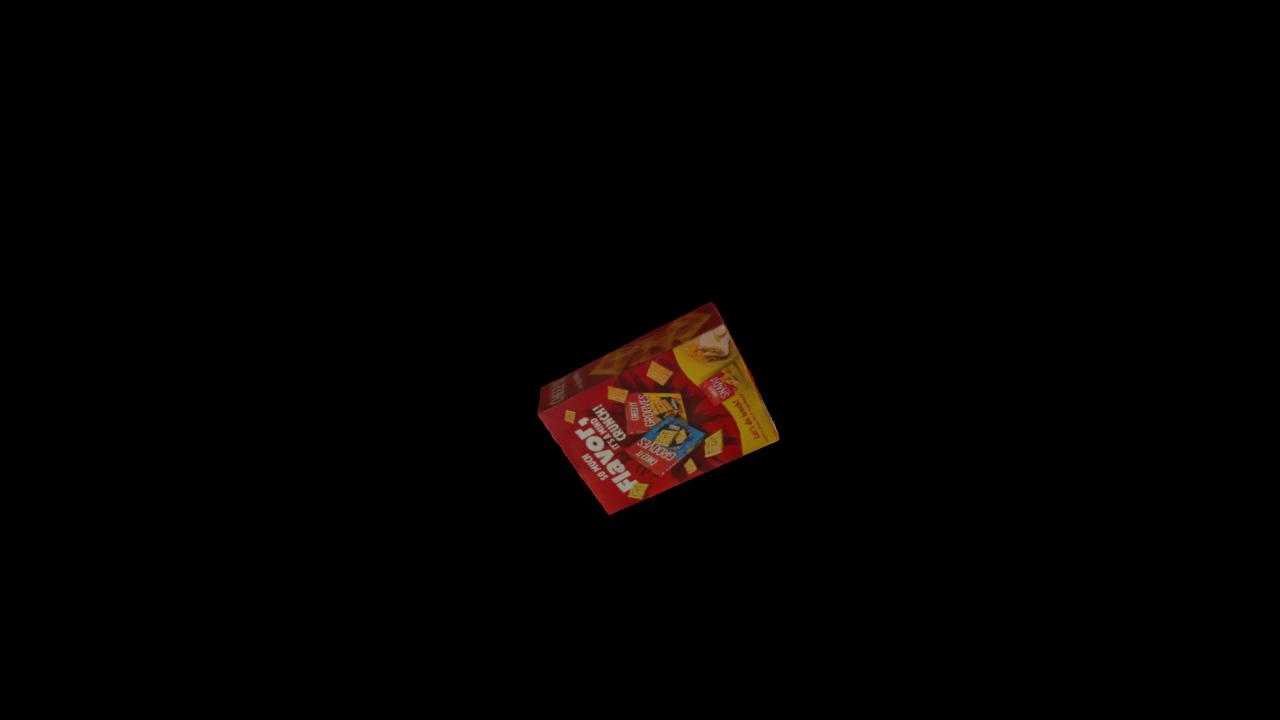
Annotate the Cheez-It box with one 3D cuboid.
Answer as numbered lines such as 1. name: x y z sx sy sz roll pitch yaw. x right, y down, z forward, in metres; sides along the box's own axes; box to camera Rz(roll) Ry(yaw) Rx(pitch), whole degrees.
1. Cheez-It box: 0.022 0.060 0.694 0.223 0.166 0.071 -27 26 8
